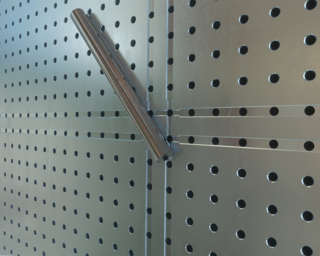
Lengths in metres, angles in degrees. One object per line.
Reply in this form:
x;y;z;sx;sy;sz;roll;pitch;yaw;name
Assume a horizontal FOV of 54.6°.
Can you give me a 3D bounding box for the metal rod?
-0.067;-0.077;0.465;0.025;0.025;0.299;-47;62;30;metal rod
